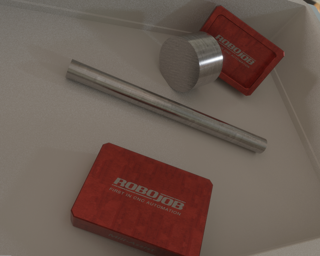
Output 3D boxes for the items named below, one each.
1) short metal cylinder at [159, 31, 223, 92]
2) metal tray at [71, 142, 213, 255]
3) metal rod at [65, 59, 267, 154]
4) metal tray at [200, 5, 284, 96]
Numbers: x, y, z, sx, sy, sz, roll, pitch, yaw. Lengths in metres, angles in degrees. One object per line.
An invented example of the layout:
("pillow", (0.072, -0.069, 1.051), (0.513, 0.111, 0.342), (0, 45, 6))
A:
("short metal cylinder", (0.045, -0.098, 0.456), (0.050, 0.080, 0.080), (-24, 75, -37))
("metal tray", (-0.016, 0.078, 0.330), (0.131, 0.030, 0.090), (21, 52, -2))
("metal rod", (0.021, -0.024, 0.432), (0.302, 0.025, 0.025), (21, 54, -16))
("metal tray", (0.120, -0.124, 0.504), (0.130, 0.090, 0.030), (33, 25, -7))
